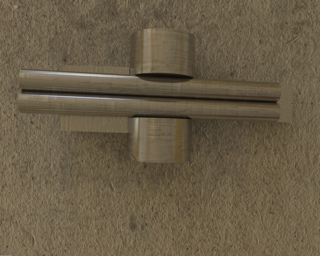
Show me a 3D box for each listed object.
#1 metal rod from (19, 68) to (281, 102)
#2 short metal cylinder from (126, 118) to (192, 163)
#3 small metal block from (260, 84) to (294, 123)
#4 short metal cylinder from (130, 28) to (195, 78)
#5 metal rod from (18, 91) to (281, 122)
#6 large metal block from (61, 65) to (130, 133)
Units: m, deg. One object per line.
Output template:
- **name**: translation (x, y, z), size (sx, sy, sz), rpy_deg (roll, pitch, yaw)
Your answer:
- **metal rod**: translation (-0.004, -0.049, 0.366), size (0.302, 0.025, 0.025), rpy_deg (2, 90, -8)
- **short metal cylinder**: translation (-0.001, 0.013, 0.384), size (0.081, 0.080, 0.050), rpy_deg (2, 90, 0)
- **small metal block**: translation (0.146, -0.033, 0.413), size (0.050, 0.025, 0.050), rpy_deg (3, 90, 0)
- **short metal cylinder**: translation (0.003, -0.086, 0.384), size (0.081, 0.080, 0.050), rpy_deg (2, 90, 0)
- **metal rod**: translation (-0.005, -0.024, 0.366), size (0.302, 0.025, 0.025), rpy_deg (2, 90, -8)
- **large metal block**: translation (-0.078, -0.035, 0.398), size (0.081, 0.050, 0.080), rpy_deg (2, 90, 0)
